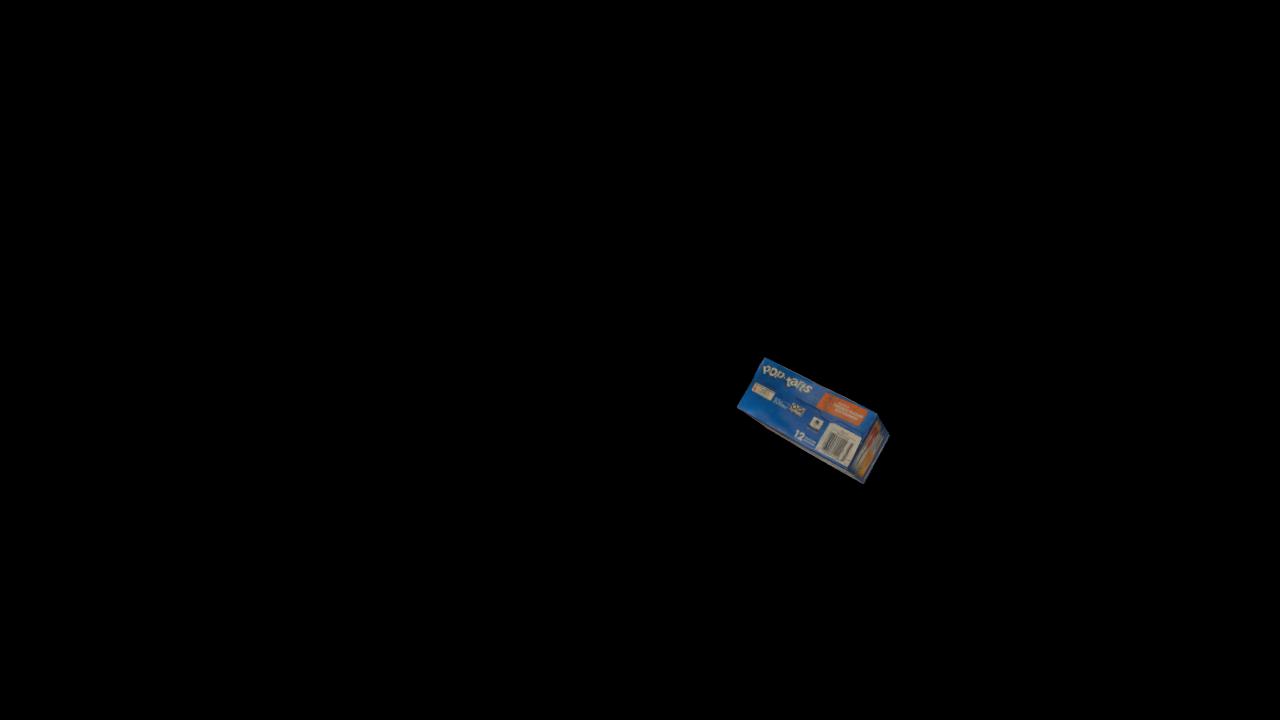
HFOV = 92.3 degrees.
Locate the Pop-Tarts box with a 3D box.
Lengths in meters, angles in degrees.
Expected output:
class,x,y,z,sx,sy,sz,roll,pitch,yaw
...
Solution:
class,x,y,z,sx,sy,sz,roll,pitch,yaw
Pop-Tarts box,0.239,0.084,0.842,0.167,0.083,0.141,31,-1,33
